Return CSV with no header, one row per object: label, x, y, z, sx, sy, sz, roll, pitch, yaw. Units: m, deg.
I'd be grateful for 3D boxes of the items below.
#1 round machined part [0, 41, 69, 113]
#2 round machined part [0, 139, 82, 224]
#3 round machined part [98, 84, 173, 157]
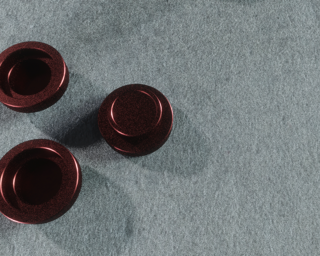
round machined part,-0.172,-0.065,0.421,0.099,0.042,0.098,0,70,-1
round machined part,-0.143,0.065,0.373,0.099,0.042,0.098,0,70,-1
round machined part,-0.032,-0.015,0.404,0.099,0.042,0.098,0,70,-1
